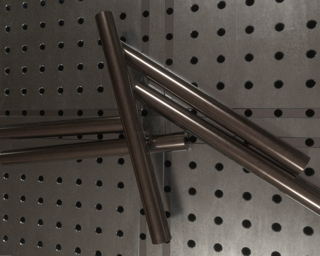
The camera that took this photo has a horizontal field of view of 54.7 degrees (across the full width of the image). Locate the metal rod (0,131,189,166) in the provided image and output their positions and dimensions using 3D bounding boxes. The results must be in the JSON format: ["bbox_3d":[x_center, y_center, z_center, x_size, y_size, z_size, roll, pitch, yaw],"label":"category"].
[{"bbox_3d":[-0.107,0.033,0.448,0.301,0.025,0.025,-6,88,19],"label":"metal rod"}]

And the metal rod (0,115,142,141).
[{"bbox_3d":[-0.172,0.002,0.471,0.301,0.025,0.025,-4,89,19],"label":"metal rod"}]

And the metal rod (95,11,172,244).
[{"bbox_3d":[-0.036,-0.005,0.396,0.025,0.025,0.298,-17,85,19],"label":"metal rod"}]

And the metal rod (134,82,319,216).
[{"bbox_3d":[0.091,0.027,0.380,0.300,0.025,0.025,33,101,16],"label":"metal rod"}]

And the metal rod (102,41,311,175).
[{"bbox_3d":[0.046,-0.038,0.395,0.300,0.025,0.025,35,101,16],"label":"metal rod"}]
